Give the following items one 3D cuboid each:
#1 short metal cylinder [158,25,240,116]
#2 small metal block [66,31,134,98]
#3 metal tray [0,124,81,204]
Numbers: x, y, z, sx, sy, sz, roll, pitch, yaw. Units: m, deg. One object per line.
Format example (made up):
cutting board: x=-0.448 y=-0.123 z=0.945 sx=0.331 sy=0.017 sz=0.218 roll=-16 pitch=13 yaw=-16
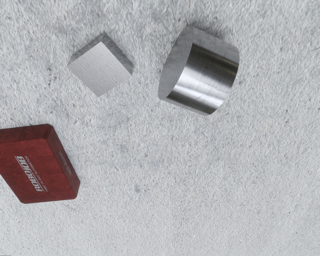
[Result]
short metal cylinder: x=0.038 y=-0.058 z=0.322 sx=0.050 sy=0.080 sz=0.079 roll=20 pitch=127 yaw=-16
small metal block: x=-0.066 y=-0.070 z=0.347 sx=0.050 sy=0.025 sz=0.050 roll=-28 pitch=125 yaw=22
metal tray: x=-0.181 y=0.057 z=0.450 sx=0.090 sy=0.030 sz=0.129 roll=-7 pitch=130 yaw=5
